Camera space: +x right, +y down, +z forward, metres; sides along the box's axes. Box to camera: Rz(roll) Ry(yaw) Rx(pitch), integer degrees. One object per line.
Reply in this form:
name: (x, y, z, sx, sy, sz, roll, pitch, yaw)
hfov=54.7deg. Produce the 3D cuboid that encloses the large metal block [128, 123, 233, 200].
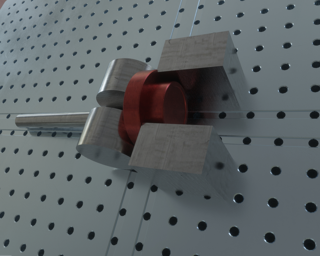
large metal block: (0.026, 0.037, 0.338, 0.080, 0.080, 0.050, 3, 63, 29)

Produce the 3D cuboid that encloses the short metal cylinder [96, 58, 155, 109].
short metal cylinder: (-0.041, -0.051, 0.426, 0.080, 0.080, 0.050, 1, 63, 28)

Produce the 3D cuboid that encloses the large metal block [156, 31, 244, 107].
large metal block: (0.054, -0.069, 0.388, 0.080, 0.080, 0.050, 0, 62, 28)

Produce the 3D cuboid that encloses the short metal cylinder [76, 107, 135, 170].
short metal cylinder: (-0.059, 0.015, 0.394, 0.080, 0.080, 0.050, 1, 63, 29)

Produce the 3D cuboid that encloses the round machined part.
round machined part: (0.001, -0.021, 0.373, 0.042, 0.098, 0.098, 1, 62, 29)

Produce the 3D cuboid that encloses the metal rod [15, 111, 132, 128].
metal rod: (-0.115, -0.012, 0.462, 0.300, 0.025, 0.025, 0, 62, 32)
